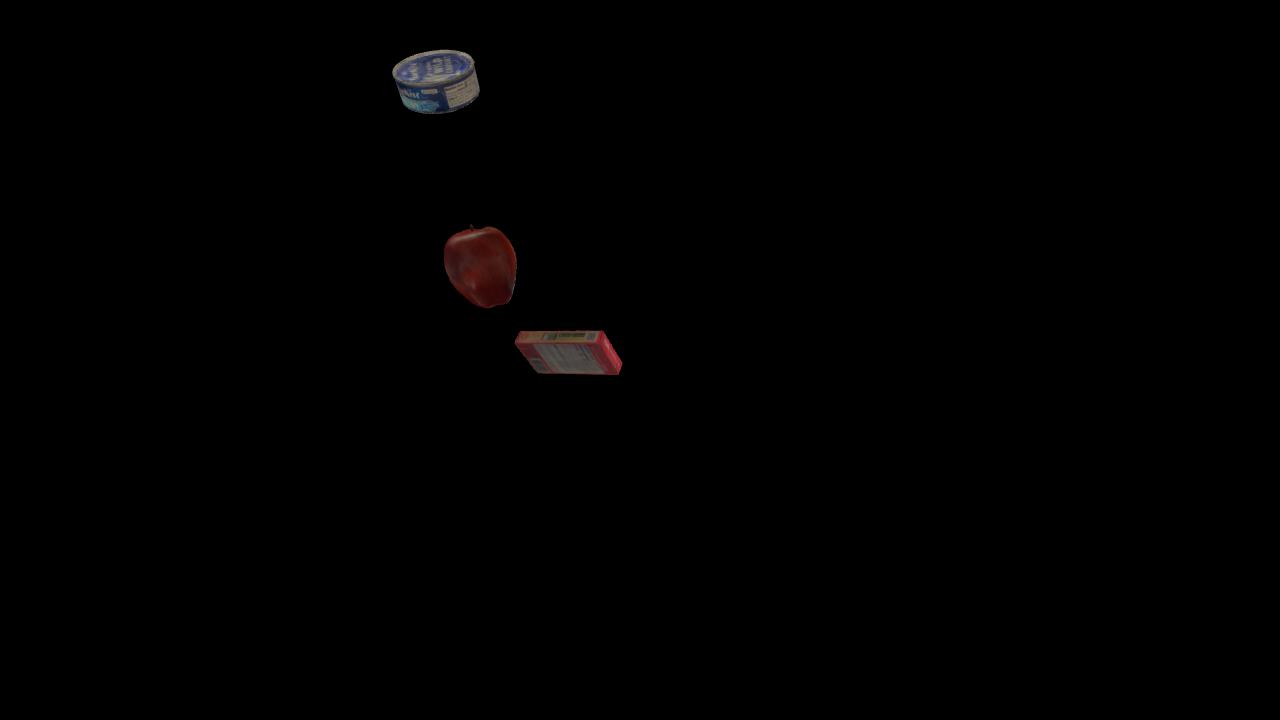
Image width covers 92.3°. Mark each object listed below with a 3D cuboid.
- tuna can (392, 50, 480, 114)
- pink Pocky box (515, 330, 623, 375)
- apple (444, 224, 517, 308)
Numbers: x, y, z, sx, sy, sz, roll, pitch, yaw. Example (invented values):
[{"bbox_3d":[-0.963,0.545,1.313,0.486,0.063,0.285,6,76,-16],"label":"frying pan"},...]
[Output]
[{"bbox_3d":[-0.214,-0.294,0.649,0.084,0.084,0.034,0,-42,3],"label":"tuna can"},{"bbox_3d":[-0.112,-0.011,0.971,0.155,0.029,0.084,1,-36,26],"label":"pink Pocky box"},{"bbox_3d":[-0.176,-0.105,0.684,0.079,0.093,0.079,-11,23,5],"label":"apple"}]
